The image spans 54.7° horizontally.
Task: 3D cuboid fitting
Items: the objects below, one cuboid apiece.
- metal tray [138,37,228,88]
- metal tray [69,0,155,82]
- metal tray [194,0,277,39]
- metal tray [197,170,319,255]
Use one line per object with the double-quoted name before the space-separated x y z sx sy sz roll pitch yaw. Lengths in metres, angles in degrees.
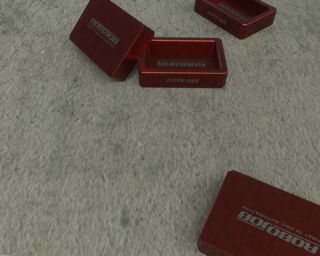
"metal tray" 0.034 -0.105 0.488 0.131 0.030 0.090 1 50 0
"metal tray" -0.079 -0.145 0.485 0.130 0.030 0.090 44 106 30
"metal tray" 0.141 -0.225 0.591 0.091 0.030 0.130 -31 57 -24
"metal tray" 0.114 0.107 0.311 0.130 0.030 0.090 22 53 17
